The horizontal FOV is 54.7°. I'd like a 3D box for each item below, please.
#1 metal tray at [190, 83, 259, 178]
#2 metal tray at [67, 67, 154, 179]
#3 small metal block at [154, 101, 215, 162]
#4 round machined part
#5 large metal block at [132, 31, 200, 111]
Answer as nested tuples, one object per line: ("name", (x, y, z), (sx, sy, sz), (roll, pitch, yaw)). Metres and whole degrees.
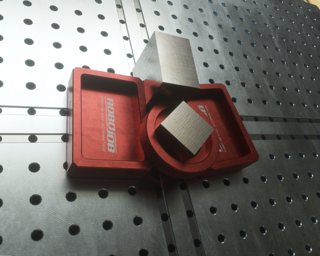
("metal tray", (0.075, -0.001, 0.441), (0.091, 0.030, 0.130), (-7, 65, -31))
("metal tray", (-0.061, -0.007, 0.371), (0.091, 0.030, 0.130), (6, 59, -25))
("small metal block", (0.028, 0.004, 0.362), (0.050, 0.025, 0.050), (43, 51, 1))
("round machined part", (0.020, 0.017, 0.381), (0.099, 0.042, 0.098), (14, 56, -21))
("large metal block", (0.004, -0.066, 0.411), (0.050, 0.080, 0.080), (6, 59, -25))
